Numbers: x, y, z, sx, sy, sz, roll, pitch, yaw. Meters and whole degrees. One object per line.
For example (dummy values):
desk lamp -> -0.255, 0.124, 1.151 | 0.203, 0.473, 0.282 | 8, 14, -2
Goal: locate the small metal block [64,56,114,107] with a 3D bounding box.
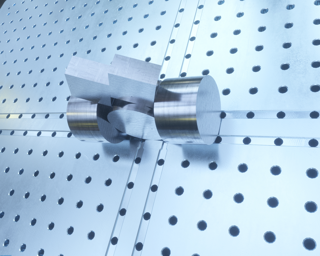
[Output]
small metal block -> -0.078, -0.053, 0.362 | 0.050, 0.050, 0.025 | 15, 66, 0

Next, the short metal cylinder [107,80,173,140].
short metal cylinder -> -0.021, -0.024, 0.399 | 0.080, 0.080, 0.050 | 1, 63, 29

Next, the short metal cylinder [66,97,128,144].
short metal cylinder -> -0.080, -0.019, 0.426 | 0.050, 0.080, 0.080 | 1, 62, 29

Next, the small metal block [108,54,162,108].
small metal block -> -0.027, -0.050, 0.339 | 0.050, 0.050, 0.025 | 14, 66, 1

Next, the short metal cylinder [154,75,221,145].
short metal cylinder -> 0.035, -0.021, 0.366 | 0.050, 0.080, 0.080 | 0, 62, 29
